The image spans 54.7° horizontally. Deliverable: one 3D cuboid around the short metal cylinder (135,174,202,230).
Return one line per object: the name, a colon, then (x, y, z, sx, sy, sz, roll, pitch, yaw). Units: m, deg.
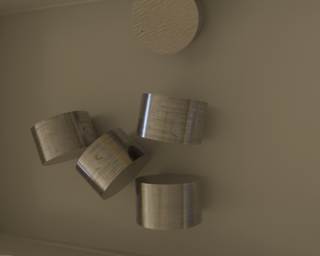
short metal cylinder: (0.011, 0.086, 0.377, 0.080, 0.080, 0.050, -1, 90, 20)

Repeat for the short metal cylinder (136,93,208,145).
short metal cylinder: (0.014, -0.011, 0.376, 0.080, 0.080, 0.050, 10, 93, 20)

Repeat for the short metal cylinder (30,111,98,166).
short metal cylinder: (-0.129, 0.015, 0.427, 0.080, 0.080, 0.050, -24, 82, 18)

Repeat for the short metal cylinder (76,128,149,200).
short metal cylinder: (-0.060, 0.046, 0.403, 0.050, 0.080, 0.080, 44, 104, 15)

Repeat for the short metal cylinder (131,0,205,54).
short metal cylinder: (0.011, -0.135, 0.378, 0.080, 0.050, 0.079, 6, 116, 14)
